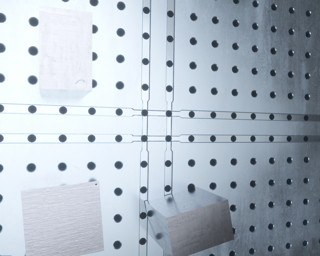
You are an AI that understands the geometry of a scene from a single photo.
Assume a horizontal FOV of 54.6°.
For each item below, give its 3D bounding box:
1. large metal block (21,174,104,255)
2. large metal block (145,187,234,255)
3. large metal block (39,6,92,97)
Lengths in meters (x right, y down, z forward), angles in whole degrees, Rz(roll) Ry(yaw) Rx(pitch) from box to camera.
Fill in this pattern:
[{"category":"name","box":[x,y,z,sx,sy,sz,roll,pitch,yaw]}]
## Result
[{"category":"large metal block","box":[-0.112,0.102,0.358,0.081,0.050,0.080,-4,92,-20]},{"category":"large metal block","box":[0.035,0.117,0.396,0.081,0.080,0.050,-11,94,-20]},{"category":"large metal block","box":[-0.106,-0.078,0.344,0.050,0.080,0.080,0,90,-20]}]
